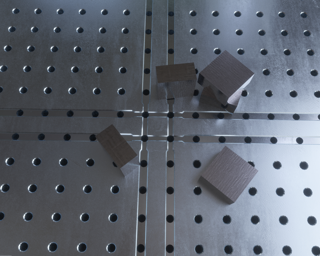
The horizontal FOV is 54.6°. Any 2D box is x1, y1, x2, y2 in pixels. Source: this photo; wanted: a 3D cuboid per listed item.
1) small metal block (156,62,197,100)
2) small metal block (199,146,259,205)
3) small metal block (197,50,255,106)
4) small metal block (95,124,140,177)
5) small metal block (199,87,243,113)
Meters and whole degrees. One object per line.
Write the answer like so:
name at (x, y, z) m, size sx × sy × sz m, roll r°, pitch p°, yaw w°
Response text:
small metal block at (0.021, -0.063, 0.422) m, size 0.050 × 0.050 × 0.025 m, roll -6°, pitch 70°, yaw -2°
small metal block at (0.086, 0.059, 0.391) m, size 0.050 × 0.025 × 0.050 m, roll 39°, pitch 74°, yaw 13°
small metal block at (0.086, -0.066, 0.410) m, size 0.050 × 0.025 × 0.050 m, roll -43°, pitch 76°, yaw -14°
small metal block at (-0.052, 0.029, 0.388) m, size 0.025 × 0.050 × 0.050 m, roll -37°, pitch 74°, yaw -12°
small metal block at (0.088, -0.055, 0.432) m, size 0.050 × 0.025 × 0.050 m, roll 20°, pitch 71°, yaw 7°
